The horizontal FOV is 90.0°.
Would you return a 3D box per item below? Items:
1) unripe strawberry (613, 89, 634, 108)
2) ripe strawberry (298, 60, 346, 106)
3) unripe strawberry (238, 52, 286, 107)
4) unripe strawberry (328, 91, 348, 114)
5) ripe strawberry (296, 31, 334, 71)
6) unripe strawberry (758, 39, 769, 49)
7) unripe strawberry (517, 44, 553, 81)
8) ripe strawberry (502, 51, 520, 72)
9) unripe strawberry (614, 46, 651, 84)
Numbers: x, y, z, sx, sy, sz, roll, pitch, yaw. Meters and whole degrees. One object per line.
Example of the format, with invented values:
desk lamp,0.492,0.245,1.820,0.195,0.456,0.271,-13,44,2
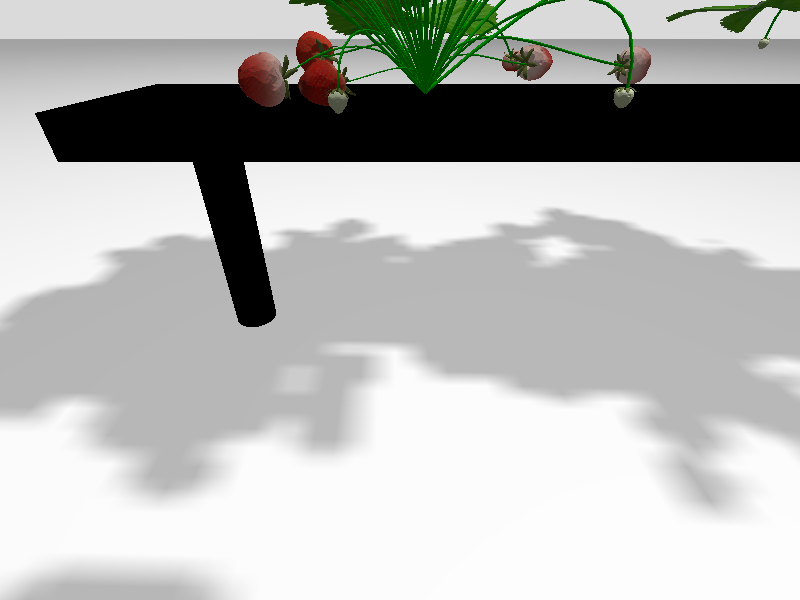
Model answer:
unripe strawberry,0.117,-0.106,0.210,0.009,0.010,0.010,-25,42,-32
ripe strawberry,-0.049,-0.134,0.249,0.029,0.025,0.029,-30,44,-35
unripe strawberry,-0.087,-0.137,0.250,0.028,0.030,0.026,-20,39,-25
unripe strawberry,-0.034,-0.108,0.219,0.011,0.011,0.011,16,37,21
ripe strawberry,-0.090,-0.253,0.413,0.039,0.041,0.042,-25,41,-32
unripe strawberry,0.463,-0.326,0.510,0.011,0.011,0.010,-1,34,-1
unripe strawberry,0.126,-0.221,0.372,0.029,0.029,0.032,-23,41,-31
ripe strawberry,0.126,-0.264,0.445,0.023,0.019,0.023,20,13,26
unripe strawberry,0.214,-0.214,0.365,0.030,0.030,0.028,-11,36,-17
